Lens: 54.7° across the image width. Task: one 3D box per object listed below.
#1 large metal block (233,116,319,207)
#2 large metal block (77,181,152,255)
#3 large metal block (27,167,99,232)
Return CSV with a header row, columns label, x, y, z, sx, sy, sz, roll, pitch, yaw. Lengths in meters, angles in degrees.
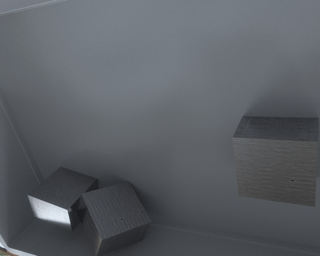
label,x,y,z,sx,sy,sz,roll,pitch,yaw
large metal block,0.130,0.034,0.345,0.080,0.050,0.080,2,120,27
large metal block,-0.072,0.137,0.476,0.080,0.081,0.050,53,138,35
large metal block,-0.161,0.119,0.532,0.080,0.080,0.050,13,124,21
